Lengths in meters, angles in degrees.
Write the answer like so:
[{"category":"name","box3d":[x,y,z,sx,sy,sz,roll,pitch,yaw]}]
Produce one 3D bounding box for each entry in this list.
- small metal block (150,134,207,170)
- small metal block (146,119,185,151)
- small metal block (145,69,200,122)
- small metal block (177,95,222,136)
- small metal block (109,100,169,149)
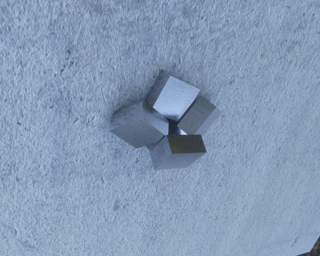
[{"category":"small metal block","box3d":[0.022,0.031,0.394,0.050,0.025,0.050,0,151,-29]},{"category":"small metal block","box3d":[0.015,0.020,0.431,0.050,0.025,0.050,-48,129,5]},{"category":"small metal block","box3d":[0.014,-0.040,0.393,0.050,0.025,0.050,19,108,-36]},{"category":"small metal block","box3d":[0.054,-0.013,0.418,0.050,0.025,0.050,-52,162,8]},{"category":"small metal block","box3d":[-0.025,-0.003,0.380,0.050,0.025,0.050,-21,139,31]}]
